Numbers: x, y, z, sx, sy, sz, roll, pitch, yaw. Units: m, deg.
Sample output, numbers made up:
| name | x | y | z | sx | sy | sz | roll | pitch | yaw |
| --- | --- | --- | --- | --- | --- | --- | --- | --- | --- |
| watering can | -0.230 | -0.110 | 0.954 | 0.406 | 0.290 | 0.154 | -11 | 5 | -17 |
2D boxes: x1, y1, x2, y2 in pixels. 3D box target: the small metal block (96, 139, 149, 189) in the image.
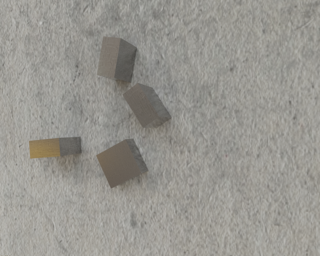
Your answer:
| name | x | y | z | sx | sy | sz | roll | pitch | yaw |
| --- | --- | --- | --- | --- | --- | --- | --- | --- | --- |
| small metal block | -0.052 | 0.048 | 0.426 | 0.050 | 0.025 | 0.050 | -29 | 81 | 17 |

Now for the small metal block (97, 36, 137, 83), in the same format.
| name | x | y | z | sx | sy | sz | roll | pitch | yaw |
| --- | --- | --- | --- | --- | --- | --- | --- | --- | --- |
| small metal block | -0.056 | -0.090 | 0.415 | 0.025 | 0.050 | 0.050 | 11 | 94 | 19 |

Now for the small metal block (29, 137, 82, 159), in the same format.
| name | x | y | z | sx | sy | sz | roll | pitch | yaw |
| --- | --- | --- | --- | --- | --- | --- | --- | --- | --- |
| small metal block | -0.150 | 0.028 | 0.447 | 0.050 | 0.050 | 0.025 | -6 | 88 | 19 |

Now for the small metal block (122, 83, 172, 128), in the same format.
| name | x | y | z | sx | sy | sz | roll | pitch | yaw |
| --- | --- | --- | --- | --- | --- | --- | --- | --- | --- |
| small metal block | -0.015 | -0.028 | 0.400 | 0.025 | 0.050 | 0.050 | -35 | 79 | 16 |
